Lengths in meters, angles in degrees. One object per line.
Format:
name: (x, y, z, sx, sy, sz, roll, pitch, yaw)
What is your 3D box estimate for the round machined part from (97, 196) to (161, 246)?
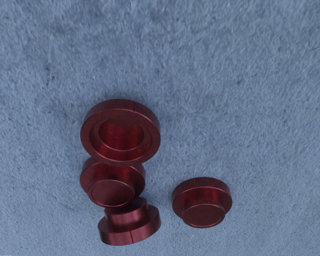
round machined part: (-0.050, 0.141, 0.489, 0.098, 0.098, 0.042, -10, 98, 8)

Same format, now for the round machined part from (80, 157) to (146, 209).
round machined part: (-0.072, 0.085, 0.467, 0.099, 0.042, 0.097, 0, 130, 0)

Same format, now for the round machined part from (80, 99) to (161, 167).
round machined part: (-0.048, 0.002, 0.397, 0.099, 0.042, 0.097, -1, 130, 0)

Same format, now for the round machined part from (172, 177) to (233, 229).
round machined part: (0.069, 0.128, 0.506, 0.099, 0.042, 0.097, -1, 130, 0)
